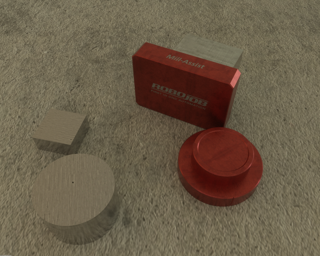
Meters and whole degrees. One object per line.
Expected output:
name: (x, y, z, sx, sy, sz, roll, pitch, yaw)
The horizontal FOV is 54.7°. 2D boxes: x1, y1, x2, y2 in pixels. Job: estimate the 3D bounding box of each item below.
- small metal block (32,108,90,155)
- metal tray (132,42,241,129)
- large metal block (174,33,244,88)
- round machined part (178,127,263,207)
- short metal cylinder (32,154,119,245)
small metal block: (-0.125, 0.005, 0.398, 0.050, 0.025, 0.050, 10, 51, 8)
metal tray: (0.030, -0.051, 0.404, 0.130, 0.090, 0.030, 21, 53, 16)
large metal block: (0.061, -0.074, 0.430, 0.080, 0.080, 0.050, 22, 54, 17)
round machined part: (0.071, 0.038, 0.361, 0.099, 0.042, 0.098, 0, 50, 0)
short metal cylinder: (-0.085, 0.074, 0.324, 0.081, 0.050, 0.080, 0, 50, 0)
